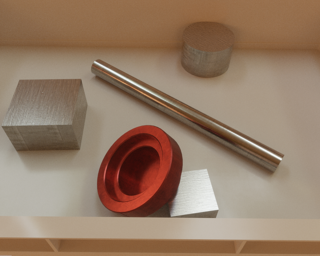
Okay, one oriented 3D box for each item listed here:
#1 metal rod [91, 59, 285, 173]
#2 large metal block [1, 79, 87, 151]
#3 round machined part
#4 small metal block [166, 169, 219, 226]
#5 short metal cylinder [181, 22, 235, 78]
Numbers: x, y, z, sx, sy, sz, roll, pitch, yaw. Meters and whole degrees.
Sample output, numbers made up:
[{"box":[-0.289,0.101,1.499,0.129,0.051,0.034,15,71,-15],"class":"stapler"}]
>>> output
[{"box":[0.022,-0.026,0.427,0.300,0.025,0.025,30,56,22],"class":"metal rod"},{"box":[-0.144,-0.018,0.402,0.081,0.050,0.080,-1,50,-2],"class":"large metal block"},{"box":[-0.017,0.049,0.333,0.098,0.042,0.098,-22,49,27],"class":"round machined part"},{"box":[0.032,0.076,0.342,0.050,0.025,0.050,-7,50,-6],"class":"small metal block"},{"box":[0.075,-0.126,0.495,0.081,0.050,0.080,0,50,0],"class":"short metal cylinder"}]
